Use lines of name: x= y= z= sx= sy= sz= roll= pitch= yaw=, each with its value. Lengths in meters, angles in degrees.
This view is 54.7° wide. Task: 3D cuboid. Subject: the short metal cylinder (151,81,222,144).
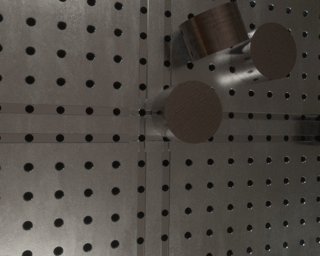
short metal cylinder: x=0.035 y=-0.020 z=0.413 sx=0.081 sy=0.050 sz=0.079 roll=0 pitch=90 yaw=-20

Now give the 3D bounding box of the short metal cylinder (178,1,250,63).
short metal cylinder: x=0.071 y=-0.126 z=0.411 sx=0.081 sy=0.080 sz=0.050 roll=-25 pitch=99 yaw=-19

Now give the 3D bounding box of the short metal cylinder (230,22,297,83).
short metal cylinder: x=0.151 y=-0.108 z=0.457 sx=0.081 sy=0.050 sz=0.079 roll=0 pitch=90 yaw=-21
